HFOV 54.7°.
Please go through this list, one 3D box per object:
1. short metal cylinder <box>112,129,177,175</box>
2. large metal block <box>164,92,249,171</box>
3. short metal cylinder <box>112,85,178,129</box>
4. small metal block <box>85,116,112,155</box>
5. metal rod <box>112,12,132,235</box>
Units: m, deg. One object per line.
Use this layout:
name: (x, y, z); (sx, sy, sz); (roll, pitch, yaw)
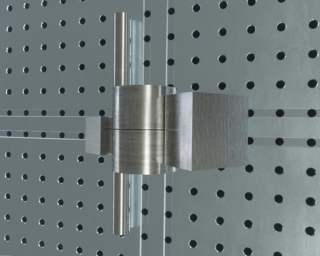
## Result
short metal cylinder: (-0.019, 0.027, 0.385); (0.080, 0.080, 0.050); (1, 90, 20)
large metal block: (0.053, 0.003, 0.353); (0.050, 0.081, 0.079); (2, 92, 58)
short metal cylinder: (-0.019, -0.024, 0.385); (0.080, 0.080, 0.050); (1, 90, 20)
small metal block: (-0.081, 0.010, 0.425); (0.050, 0.025, 0.050); (0, 89, 54)
metal rod: (-0.052, -0.006, 0.426); (0.025, 0.025, 0.298); (0, 90, 20)
